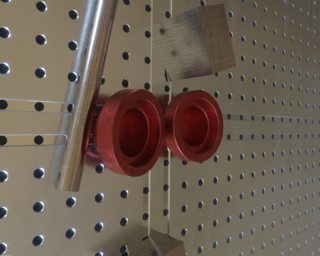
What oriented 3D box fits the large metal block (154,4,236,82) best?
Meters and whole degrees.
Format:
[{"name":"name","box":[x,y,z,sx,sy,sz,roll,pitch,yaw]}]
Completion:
[{"name":"large metal block","box":[0.046,-0.111,0.412,0.050,0.080,0.080,-24,106,-37]}]

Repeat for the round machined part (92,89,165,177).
[{"name":"round machined part","box":[-0.038,0.004,0.355,0.099,0.042,0.097,-11,103,-56]}]

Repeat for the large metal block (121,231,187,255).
[{"name":"large metal block","box":[-0.008,0.191,0.387,0.081,0.050,0.080,-21,103,-38]}]

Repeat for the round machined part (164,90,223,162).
[{"name":"round machined part","box":[0.041,-0.003,0.432,0.099,0.042,0.097,0,90,-40]}]

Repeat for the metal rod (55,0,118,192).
[{"name":"metal rod","box":[-0.073,-0.081,0.347,0.025,0.025,0.299,16,80,-39]}]
